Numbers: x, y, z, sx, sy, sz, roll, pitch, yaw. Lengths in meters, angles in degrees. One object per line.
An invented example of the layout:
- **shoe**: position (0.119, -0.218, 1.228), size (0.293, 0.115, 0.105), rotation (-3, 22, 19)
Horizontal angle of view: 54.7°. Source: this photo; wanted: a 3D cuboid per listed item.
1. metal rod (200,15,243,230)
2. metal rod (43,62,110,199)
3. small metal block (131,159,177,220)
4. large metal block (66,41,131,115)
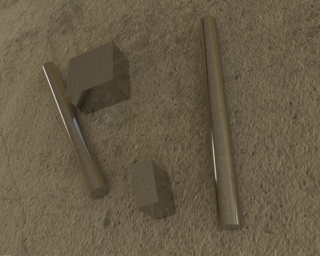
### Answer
- **metal rod**: position (0.071, -0.030, 0.384), size (0.025, 0.025, 0.299), rotation (-13, 56, 21)
- **metal rod**: position (-0.141, -0.015, 0.484), size (0.025, 0.025, 0.300), rotation (-37, 51, 4)
- **small metal block**: position (-0.006, 0.070, 0.347), size (0.025, 0.050, 0.050), rotation (-22, 54, 15)
- **large metal block**: position (-0.095, -0.077, 0.483), size (0.080, 0.050, 0.080), rotation (-18, 55, 17)
